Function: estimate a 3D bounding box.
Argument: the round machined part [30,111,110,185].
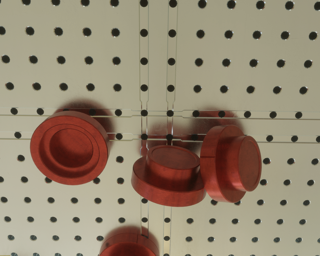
[{"bbox_3d":[-0.115,0.023,0.412,0.099,0.042,0.097,0,110,0],"label":"round machined part"}]

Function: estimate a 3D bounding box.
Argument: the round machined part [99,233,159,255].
[{"bbox_3d":[-0.050,0.218,0.484,0.099,0.042,0.097,0,110,0],"label":"round machined part"}]

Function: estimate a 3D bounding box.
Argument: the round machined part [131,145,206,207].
[{"bbox_3d":[0.015,0.054,0.395,0.099,0.098,0.042,8,110,-3],"label":"round machined part"}]

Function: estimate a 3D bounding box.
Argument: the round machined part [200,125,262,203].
[{"bbox_3d":[0.094,0.044,0.389,0.042,0.099,0.098,-5,115,40],"label":"round machined part"}]
